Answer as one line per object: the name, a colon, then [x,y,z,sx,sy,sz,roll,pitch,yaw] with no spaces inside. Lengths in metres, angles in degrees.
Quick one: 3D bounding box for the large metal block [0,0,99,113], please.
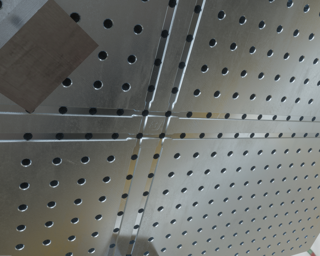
large metal block: [-0.110,-0.072,0.271,0.080,0.080,0.050,-44,130,2]
